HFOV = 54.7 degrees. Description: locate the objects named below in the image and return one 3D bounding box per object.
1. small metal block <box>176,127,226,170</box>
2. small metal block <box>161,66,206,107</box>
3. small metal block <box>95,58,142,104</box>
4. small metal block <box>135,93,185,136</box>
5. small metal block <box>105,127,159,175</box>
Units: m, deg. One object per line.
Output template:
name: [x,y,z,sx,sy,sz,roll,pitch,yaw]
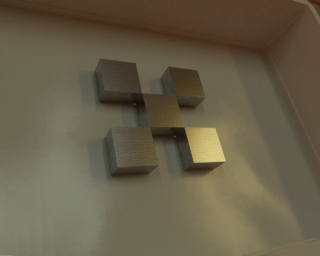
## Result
small metal block: [0.054,0.027,0.415,0.050,0.025,0.050,1,61,-28]
small metal block: [0.034,-0.060,0.457,0.050,0.025,0.050,2,61,-27]
small metal block: [-0.056,-0.061,0.410,0.050,0.025,0.050,2,61,-28]
small metal block: [0.000,-0.017,0.413,0.050,0.025,0.050,0,62,-28]
small metal block: [-0.034,0.027,0.368,0.050,0.025,0.050,1,61,-28]
